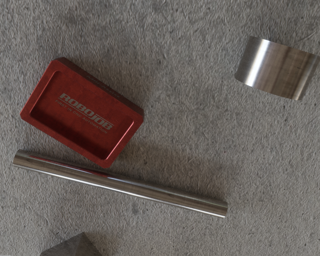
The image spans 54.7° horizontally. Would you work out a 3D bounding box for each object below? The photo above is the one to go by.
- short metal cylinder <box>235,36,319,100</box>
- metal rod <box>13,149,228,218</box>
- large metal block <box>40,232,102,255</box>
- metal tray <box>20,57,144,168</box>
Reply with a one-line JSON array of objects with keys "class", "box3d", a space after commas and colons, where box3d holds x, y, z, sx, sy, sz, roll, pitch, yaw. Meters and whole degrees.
[{"class": "short metal cylinder", "box3d": [0.133, -0.070, 0.356, 0.080, 0.080, 0.050, 15, 110, -6]}, {"class": "metal rod", "box3d": [-0.050, 0.080, 0.438, 0.302, 0.025, 0.025, 15, 109, -6]}, {"class": "large metal block", "box3d": [-0.135, 0.221, 0.477, 0.080, 0.050, 0.080, -28, 108, 9]}, {"class": "metal tray", "box3d": [-0.097, -0.018, 0.399, 0.130, 0.030, 0.090, 34, 106, -12]}]
